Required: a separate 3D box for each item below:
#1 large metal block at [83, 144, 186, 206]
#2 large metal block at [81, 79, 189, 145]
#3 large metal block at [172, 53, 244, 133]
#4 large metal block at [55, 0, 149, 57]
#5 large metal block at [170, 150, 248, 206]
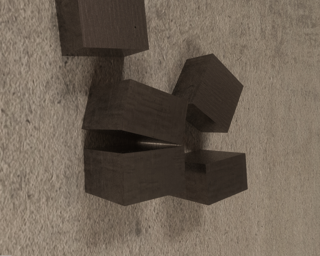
[{"bbox_3d":[-0.029,0.047,0.346,0.081,0.080,0.050,-3,93,-40],"label":"large metal block"},{"bbox_3d":[-0.028,-0.015,0.347,0.081,0.080,0.050,16,80,-39],"label":"large metal block"},{"bbox_3d":[0.068,-0.047,0.447,0.080,0.050,0.080,36,68,-35],"label":"large metal block"},{"bbox_3d":[-0.063,-0.122,0.337,0.081,0.050,0.079,-10,97,-40],"label":"large metal block"},{"bbox_3d":[0.060,0.063,0.422,0.081,0.080,0.050,-8,96,-40],"label":"large metal block"}]
